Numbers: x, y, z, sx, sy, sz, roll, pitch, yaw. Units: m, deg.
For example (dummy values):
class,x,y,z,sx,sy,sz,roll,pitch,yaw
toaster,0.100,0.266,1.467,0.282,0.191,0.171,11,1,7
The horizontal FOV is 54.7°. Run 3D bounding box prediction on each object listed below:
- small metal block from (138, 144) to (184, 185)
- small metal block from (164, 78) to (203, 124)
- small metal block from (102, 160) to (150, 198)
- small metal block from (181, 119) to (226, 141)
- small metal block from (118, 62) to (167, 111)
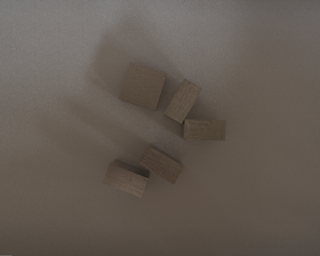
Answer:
class,x,y,z,sx,sy,sz,roll,pitch,yaw
small metal block,0.002,0.045,0.399,0.050,0.050,0.025,31,90,0
small metal block,0.028,-0.033,0.399,0.025,0.050,0.050,31,90,0
small metal block,-0.042,0.063,0.398,0.050,0.050,0.025,21,90,0
small metal block,0.054,0.002,0.399,0.050,0.050,0.025,2,90,0
small metal block,-0.022,-0.054,0.411,0.050,0.025,0.050,17,90,0
